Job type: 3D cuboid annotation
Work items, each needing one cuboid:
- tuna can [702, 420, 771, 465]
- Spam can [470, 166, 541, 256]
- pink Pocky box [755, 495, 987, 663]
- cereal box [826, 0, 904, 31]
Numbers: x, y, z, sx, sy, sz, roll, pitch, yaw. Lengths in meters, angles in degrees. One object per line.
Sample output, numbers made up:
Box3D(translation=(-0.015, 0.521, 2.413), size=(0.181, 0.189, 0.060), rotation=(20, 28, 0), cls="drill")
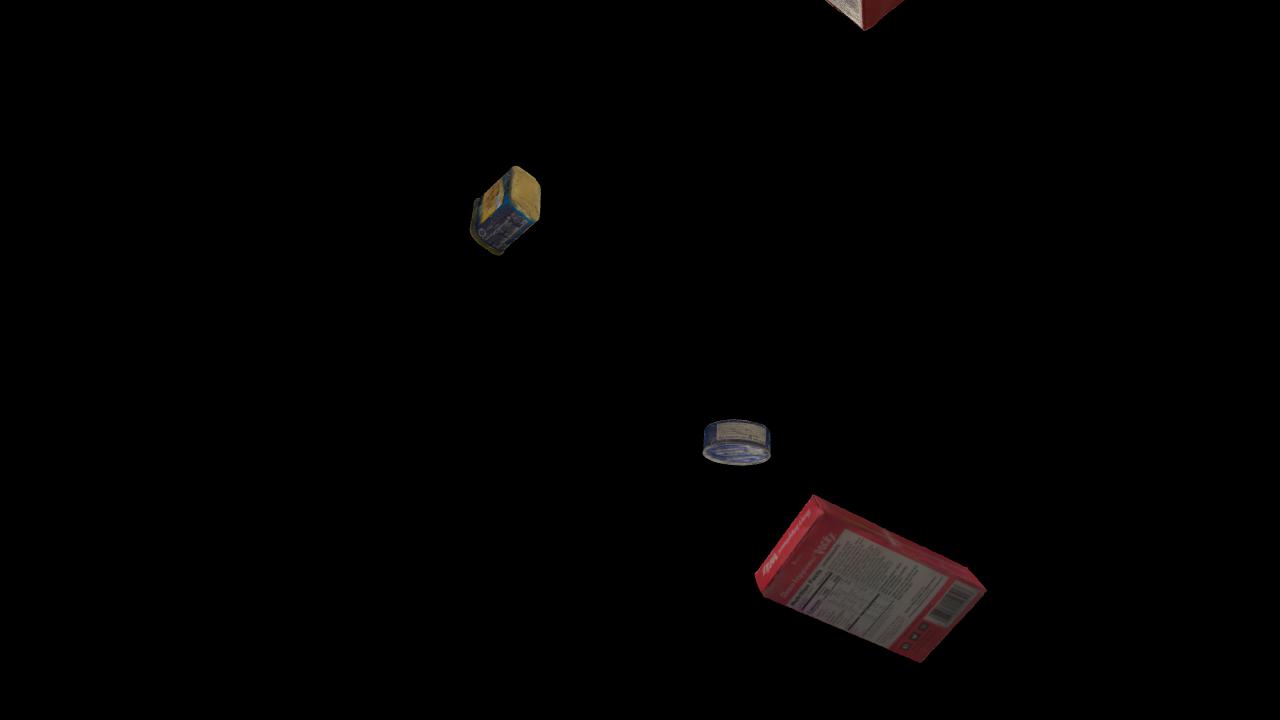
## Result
Box3D(translation=(0.121, 0.104, 0.769), size=(0.084, 0.034, 0.084), rotation=(5, -26, 2), cls="tuna can")
Box3D(translation=(-0.186, -0.210, 0.859), size=(0.085, 0.101, 0.058), rotation=(-34, -47, 27), cls="Spam can")
Box3D(translation=(0.175, 0.170, 0.472), size=(0.155, 0.084, 0.029), rotation=(26, 17, -12), cls="pink Pocky box")
Box3D(translation=(0.239, -0.456, 0.493), size=(0.203, 0.081, 0.306), rotation=(-37, -24, 8), cls="cereal box")
